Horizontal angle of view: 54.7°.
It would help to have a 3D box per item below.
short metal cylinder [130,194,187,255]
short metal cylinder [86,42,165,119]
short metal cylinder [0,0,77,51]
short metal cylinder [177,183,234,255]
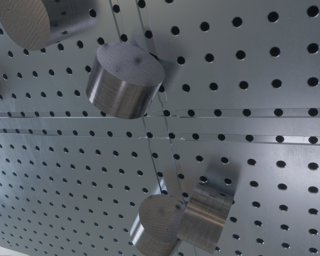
[{"bbox_3d":[0.000,0.148,0.467,0.080,0.080,0.050,30,128,9],"label":"short metal cylinder"},{"bbox_3d":[-0.041,-0.056,0.363,0.080,0.080,0.050,34,129,6],"label":"short metal cylinder"},{"bbox_3d":[-0.152,-0.143,0.387,0.080,0.050,0.079,13,124,21],"label":"short metal cylinder"},{"bbox_3d":[0.062,0.121,0.418,0.050,0.080,0.079,21,126,16],"label":"short metal cylinder"}]
